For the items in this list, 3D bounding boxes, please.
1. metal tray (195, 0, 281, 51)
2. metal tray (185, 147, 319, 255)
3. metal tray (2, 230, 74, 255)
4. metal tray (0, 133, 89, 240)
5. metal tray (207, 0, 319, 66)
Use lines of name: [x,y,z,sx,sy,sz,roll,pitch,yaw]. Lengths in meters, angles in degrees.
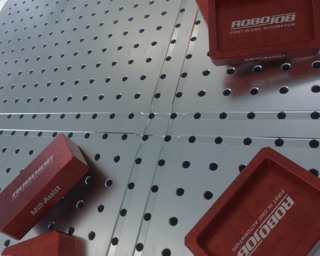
metal tray: [0.110,-0.173,0.454,0.090,0.030,0.130,-24,53,13]
metal tray: [0.098,0.093,0.296,0.130,0.030,0.090,-48,51,-5]
metal tray: [-0.146,0.197,0.362,0.090,0.030,0.130,-23,53,14]
metal tray: [-0.164,0.076,0.429,0.130,0.030,0.090,-46,33,-4]
metal tray: [0.127,-0.131,0.385,0.130,0.030,0.090,-3,84,16]
